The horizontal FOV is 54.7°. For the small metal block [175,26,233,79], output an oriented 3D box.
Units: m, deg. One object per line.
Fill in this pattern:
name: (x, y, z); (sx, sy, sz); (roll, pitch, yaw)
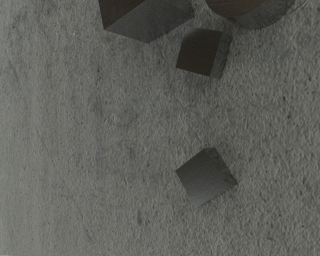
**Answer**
small metal block: (0.051, -0.088, 0.363); (0.050, 0.025, 0.050); (24, 105, 37)

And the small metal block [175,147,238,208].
small metal block: (0.053, 0.057, 0.361); (0.050, 0.025, 0.050); (-43, 64, 31)

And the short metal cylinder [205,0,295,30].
short metal cylinder: (0.091, -0.146, 0.313); (0.080, 0.050, 0.080); (0, 90, 40)

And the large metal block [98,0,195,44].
large metal block: (-0.017, -0.152, 0.383); (0.080, 0.081, 0.050); (-19, 78, 38)
